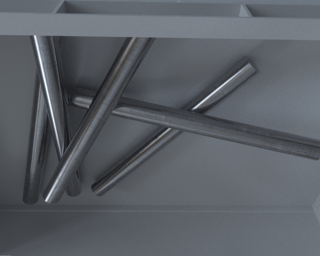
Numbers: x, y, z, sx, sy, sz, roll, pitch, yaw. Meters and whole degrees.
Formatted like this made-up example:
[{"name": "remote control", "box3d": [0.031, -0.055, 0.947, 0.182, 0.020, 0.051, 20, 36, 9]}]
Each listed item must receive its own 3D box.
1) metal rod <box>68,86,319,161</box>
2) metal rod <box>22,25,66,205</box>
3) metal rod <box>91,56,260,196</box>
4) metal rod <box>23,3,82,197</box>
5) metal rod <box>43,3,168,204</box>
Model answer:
[{"name": "metal rod", "box3d": [0.040, -0.006, 0.370, 0.302, 0.025, 0.025, 12, 130, 2]}, {"name": "metal rod", "box3d": [-0.160, 0.007, 0.412, 0.025, 0.025, 0.298, 15, 129, -13]}, {"name": "metal rod", "box3d": [0.003, 0.013, 0.419, 0.025, 0.025, 0.299, 35, 122, -26]}, {"name": "metal rod", "box3d": [-0.122, -0.003, 0.383, 0.025, 0.025, 0.298, 4, 137, -4]}, {"name": "metal rod", "box3d": [-0.079, -0.005, 0.360, 0.025, 0.025, 0.298, 24, 124, -19]}]
